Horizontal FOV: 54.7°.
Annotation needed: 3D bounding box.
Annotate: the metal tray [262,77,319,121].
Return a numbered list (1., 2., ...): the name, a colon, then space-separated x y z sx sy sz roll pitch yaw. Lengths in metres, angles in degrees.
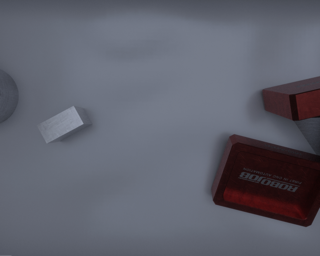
1. metal tray: 0.205 -0.044 0.378 0.131 0.090 0.030 -13 101 0

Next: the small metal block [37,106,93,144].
1. small metal block: -0.120 -0.004 0.397 0.050 0.050 0.025 -28 90 0

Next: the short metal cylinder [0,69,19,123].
1. short metal cylinder: -0.233 -0.043 0.396 0.081 0.050 0.079 0 90 -1

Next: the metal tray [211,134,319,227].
1. metal tray: 0.141 0.068 0.396 0.131 0.030 0.089 14 110 -1

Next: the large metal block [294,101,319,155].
1. large metal block: 0.226 0.007 0.387 0.050 0.080 0.080 -34 90 0
